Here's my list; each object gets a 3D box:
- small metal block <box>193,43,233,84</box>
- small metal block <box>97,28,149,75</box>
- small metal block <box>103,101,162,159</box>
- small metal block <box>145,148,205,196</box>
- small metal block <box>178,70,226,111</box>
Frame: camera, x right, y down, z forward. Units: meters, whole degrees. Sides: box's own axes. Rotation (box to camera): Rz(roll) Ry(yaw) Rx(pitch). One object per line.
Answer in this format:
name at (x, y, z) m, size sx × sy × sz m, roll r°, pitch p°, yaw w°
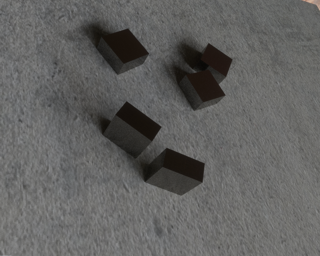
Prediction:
small metal block at (0.089, -0.107, 0.519) m, size 0.050 × 0.025 × 0.050 m, roll 32°, pitch 51°, yaw -8°
small metal block at (-0.053, -0.110, 0.444) m, size 0.050 × 0.025 × 0.050 m, roll -33°, pitch 80°, yaw -38°
small metal block at (-0.034, 0.004, 0.368) m, size 0.050 × 0.050 × 0.025 m, roll 36°, pitch 51°, yaw -5°
small metal block at (0.017, 0.053, 0.366) m, size 0.050 × 0.050 × 0.025 m, roll 23°, pitch 53°, yaw -15°
small metal block at (0.064, -0.059, 0.476) m, size 0.050 × 0.025 × 0.050 m, roll -19°, pitch 72°, yaw -36°
